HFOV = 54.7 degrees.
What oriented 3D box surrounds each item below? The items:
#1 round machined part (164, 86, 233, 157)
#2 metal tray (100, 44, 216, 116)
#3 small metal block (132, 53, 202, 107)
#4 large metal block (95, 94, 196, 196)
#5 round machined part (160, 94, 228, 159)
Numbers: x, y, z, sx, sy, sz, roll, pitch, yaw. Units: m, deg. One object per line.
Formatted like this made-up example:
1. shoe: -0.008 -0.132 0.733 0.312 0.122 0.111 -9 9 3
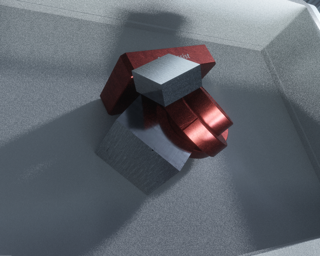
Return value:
1. round machined part: 0.046 -0.018 0.356 0.098 0.042 0.098 46 13 -13
2. metal tray: -0.002 -0.062 0.400 0.131 0.090 0.030 -16 71 -35
3. small metal block: 0.007 -0.052 0.322 0.050 0.025 0.050 -31 40 -25
4. large metal block: -0.016 0.021 0.349 0.080 0.080 0.050 39 51 -2
5. round machined part: 0.039 -0.003 0.419 0.099 0.042 0.098 14 56 -21
